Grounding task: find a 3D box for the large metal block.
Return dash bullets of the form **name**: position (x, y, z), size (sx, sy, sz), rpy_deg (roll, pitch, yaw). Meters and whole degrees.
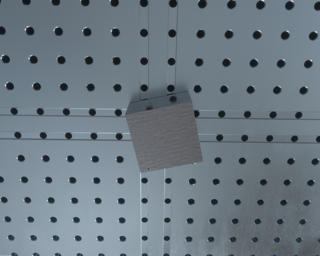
- **large metal block**: position (0.006, 0.004, 0.401), size (0.080, 0.050, 0.080), rpy_deg (-11, 110, 4)
